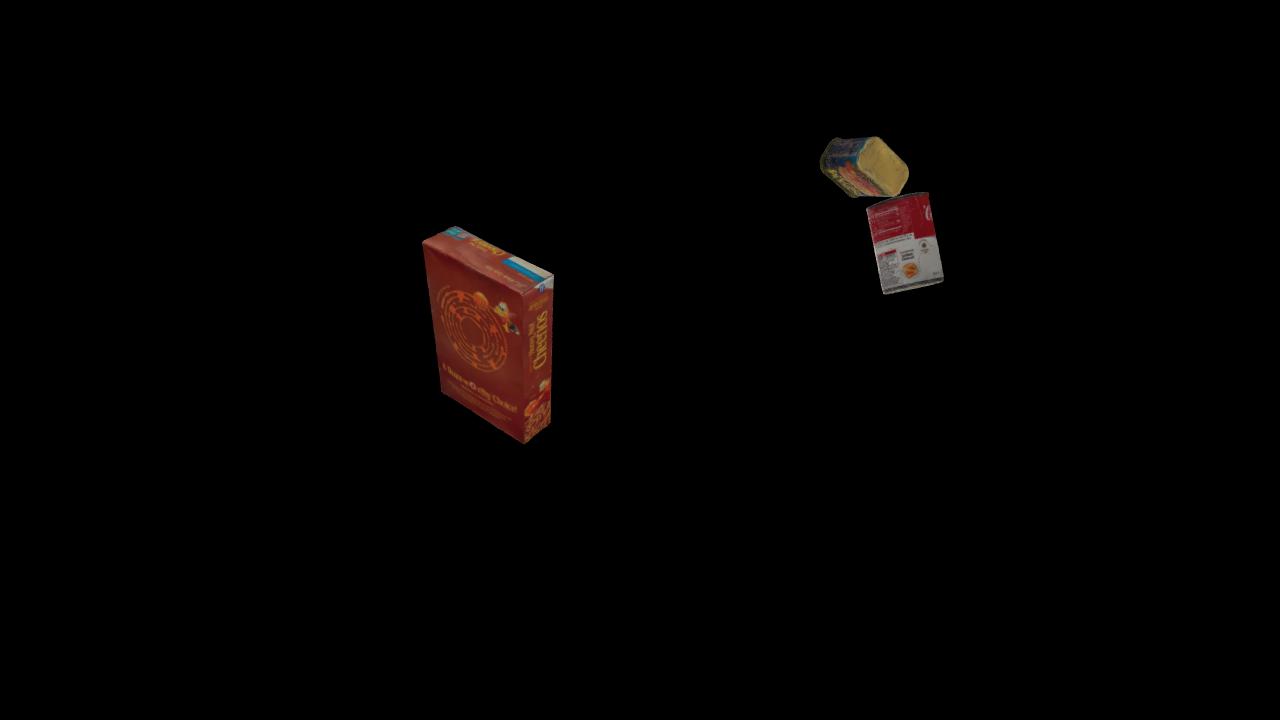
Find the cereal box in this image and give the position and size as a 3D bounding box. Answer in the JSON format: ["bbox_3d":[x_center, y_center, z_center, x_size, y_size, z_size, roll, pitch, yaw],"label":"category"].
[{"bbox_3d":[-0.235,-0.034,0.978,0.203,0.306,0.081,27,42,23],"label":"cereal box"}]

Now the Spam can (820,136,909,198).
[{"bbox_3d":[0.334,-0.285,0.912,0.101,0.058,0.085,28,2,-27],"label":"Spam can"}]

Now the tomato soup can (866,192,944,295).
[{"bbox_3d":[0.300,-0.130,0.696,0.068,0.101,0.068,-10,0,0],"label":"tomato soup can"}]
